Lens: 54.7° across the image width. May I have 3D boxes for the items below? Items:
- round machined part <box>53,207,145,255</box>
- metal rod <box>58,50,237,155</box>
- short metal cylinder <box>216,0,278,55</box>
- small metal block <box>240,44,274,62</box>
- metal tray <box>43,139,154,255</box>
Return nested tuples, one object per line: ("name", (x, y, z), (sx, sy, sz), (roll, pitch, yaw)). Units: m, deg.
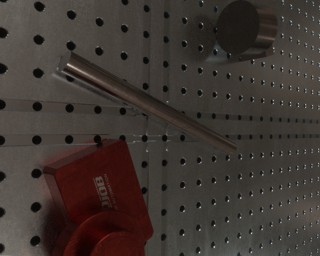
("round machined part", (-0.054, 0.133, 0.315), (0.099, 0.042, 0.097), (0, 90, -40))
("metal rod", (0.008, -0.019, 0.417), (0.301, 0.025, 0.025), (26, 74, -37))
("short metal cylinder", (0.136, -0.157, 0.490), (0.050, 0.080, 0.079), (-10, 97, -40))
("small metal block", (0.162, -0.145, 0.532), (0.025, 0.050, 0.050), (-23, 105, -38))
("metal tray", (-0.065, 0.087, 0.353), (0.091, 0.030, 0.129), (-25, 106, -37))
